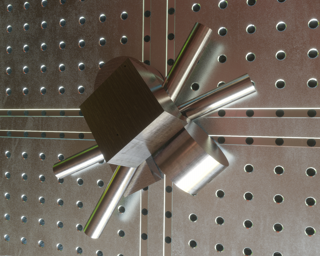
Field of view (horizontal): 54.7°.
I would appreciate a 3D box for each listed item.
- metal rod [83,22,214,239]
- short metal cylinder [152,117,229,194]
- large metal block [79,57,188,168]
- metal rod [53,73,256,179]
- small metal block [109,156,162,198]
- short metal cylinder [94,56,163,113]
[{"bbox_3d":[-0.019,0.010,0.389,0.025,0.025,0.299,32,100,17],"label":"metal rod"},{"bbox_3d":[0.035,0.031,0.367,0.050,0.080,0.080,-45,76,15],"label":"short metal cylinder"},{"bbox_3d":[-0.030,-0.014,0.339,0.080,0.050,0.080,-42,60,16],"label":"large metal block"},{"bbox_3d":[-0.020,0.005,0.416,0.300,0.025,0.025,-25,82,18],"label":"metal rod"},{"bbox_3d":[-0.033,0.059,0.420,0.050,0.025,0.050,-29,81,17],"label":"small metal block"},{"bbox_3d":[-0.039,-0.050,0.409,0.080,0.050,0.079,0,90,20],"label":"short metal cylinder"}]
